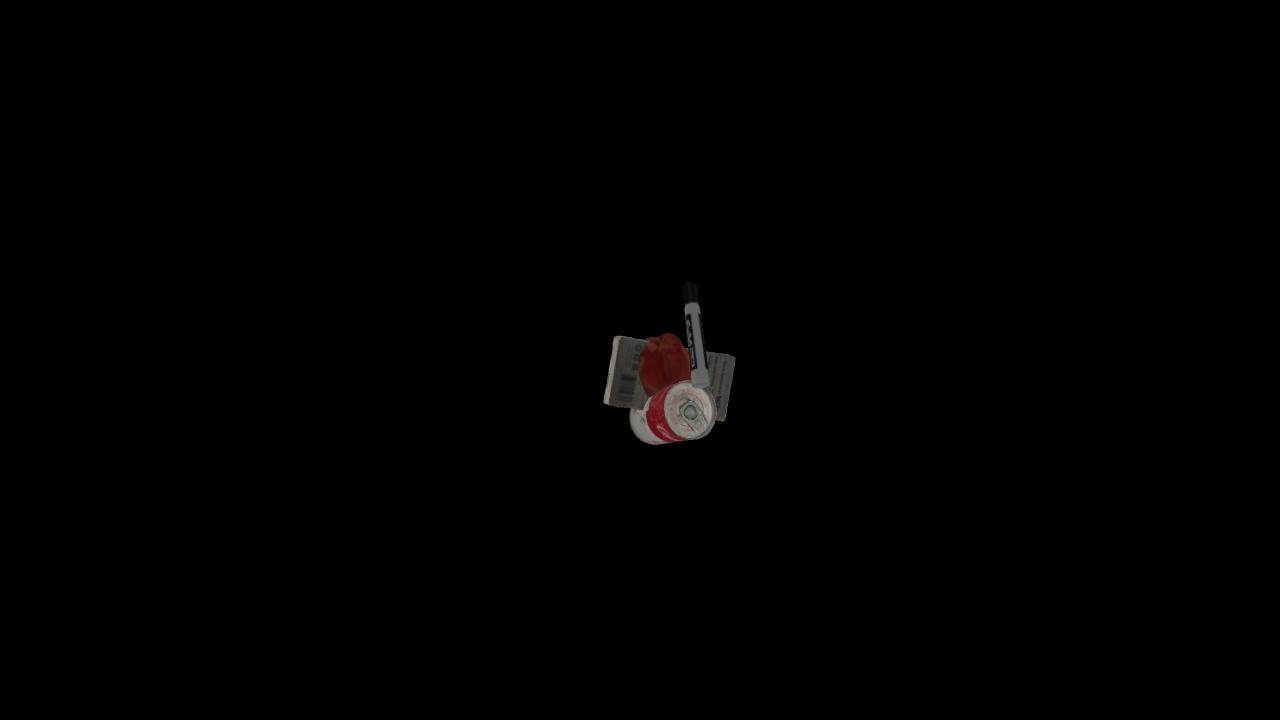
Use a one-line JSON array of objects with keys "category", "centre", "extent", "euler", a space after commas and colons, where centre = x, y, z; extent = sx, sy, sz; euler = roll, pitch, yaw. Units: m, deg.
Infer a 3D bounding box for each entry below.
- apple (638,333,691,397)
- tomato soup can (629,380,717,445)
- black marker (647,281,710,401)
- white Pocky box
[{"category": "apple", "centre": [0.031, 0.016, 0.735], "extent": [0.079, 0.093, 0.079], "euler": [-10, 37, 8]}, {"category": "tomato soup can", "centre": [0.035, 0.064, 0.725], "extent": [0.068, 0.068, 0.101], "euler": [0, -10, -25]}, {"category": "black marker", "centre": [0.058, -0.029, 0.649], "extent": [0.020, 0.121, 0.020], "euler": [-3, -24, -2]}, {"category": "white Pocky box", "centre": [0.037, 0.023, 0.740], "extent": [0.154, 0.084, 0.028], "euler": [9, 1, -20]}]
